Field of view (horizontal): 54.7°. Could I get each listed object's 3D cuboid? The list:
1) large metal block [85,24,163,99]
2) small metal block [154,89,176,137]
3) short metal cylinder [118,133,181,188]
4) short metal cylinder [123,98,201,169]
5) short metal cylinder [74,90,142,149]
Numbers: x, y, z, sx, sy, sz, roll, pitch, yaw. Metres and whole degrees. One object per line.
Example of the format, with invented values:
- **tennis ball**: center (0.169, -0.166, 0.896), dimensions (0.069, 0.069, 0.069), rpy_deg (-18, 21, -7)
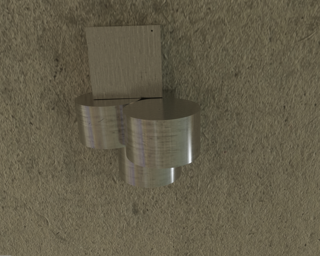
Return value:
- **large metal block**: center (-0.039, -0.080, 0.368), dimensions (0.080, 0.050, 0.079), rpy_deg (-2, 110, 0)
- **small metal block**: center (0.006, -0.020, 0.393), dimensions (0.025, 0.050, 0.050), rpy_deg (1, 110, -1)
- **short metal cylinder**: center (-0.013, 0.033, 0.394), dimensions (0.081, 0.080, 0.050), rpy_deg (0, 110, 0)
- **short metal cylinder**: center (0.003, 0.002, 0.330), dimensions (0.080, 0.080, 0.050), rpy_deg (-2, 110, 0)
- **short metal cylinder**: center (-0.059, -0.013, 0.377), dimensions (0.080, 0.080, 0.050), rpy_deg (-2, 110, 0)
